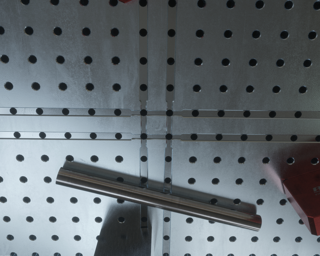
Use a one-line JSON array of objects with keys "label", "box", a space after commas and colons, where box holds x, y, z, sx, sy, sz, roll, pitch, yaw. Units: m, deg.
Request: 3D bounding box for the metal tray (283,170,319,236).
[{"label": "metal tray", "box": [0.246, 0.086, 0.412, 0.131, 0.090, 0.030, -18, 109, 6]}]

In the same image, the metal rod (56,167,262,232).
[{"label": "metal rod", "box": [0.003, 0.105, 0.452, 0.302, 0.025, 0.025, 15, 109, -6]}]

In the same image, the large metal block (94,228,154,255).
[{"label": "large metal block", "box": [-0.051, 0.195, 0.455, 0.080, 0.080, 0.050, -3, 110, 1]}]

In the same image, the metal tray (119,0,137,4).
[{"label": "metal tray", "box": [-0.026, -0.213, 0.331, 0.090, 0.030, 0.129, -21, 109, 7]}]
